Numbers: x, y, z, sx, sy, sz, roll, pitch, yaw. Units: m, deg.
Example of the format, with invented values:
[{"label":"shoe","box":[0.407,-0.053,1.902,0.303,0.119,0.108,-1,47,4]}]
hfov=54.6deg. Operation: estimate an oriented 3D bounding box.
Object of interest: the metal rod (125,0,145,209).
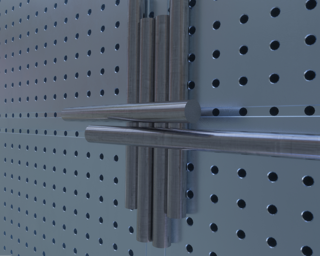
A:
[{"label":"metal rod","box":[-0.035,-0.037,0.439,0.025,0.025,0.298,1,91,40]}]

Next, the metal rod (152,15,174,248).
[{"label":"metal rod","box":[0.004,0.005,0.408,0.025,0.025,0.298,1,91,40]}]

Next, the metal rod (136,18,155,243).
[{"label":"metal rod","box":[-0.017,0.003,0.423,0.025,0.025,0.298,2,91,40]}]

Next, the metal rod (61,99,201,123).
[{"label":"metal rod","box":[-0.064,-0.021,0.433,0.299,0.025,0.025,2,91,49]}]

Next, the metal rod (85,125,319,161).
[{"label":"metal rod","box":[0.032,0.013,0.357,0.300,0.025,0.025,2,92,31]}]

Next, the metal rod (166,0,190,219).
[{"label":"metal rod","box":[0.023,-0.038,0.390,0.025,0.025,0.298,1,91,40]}]
